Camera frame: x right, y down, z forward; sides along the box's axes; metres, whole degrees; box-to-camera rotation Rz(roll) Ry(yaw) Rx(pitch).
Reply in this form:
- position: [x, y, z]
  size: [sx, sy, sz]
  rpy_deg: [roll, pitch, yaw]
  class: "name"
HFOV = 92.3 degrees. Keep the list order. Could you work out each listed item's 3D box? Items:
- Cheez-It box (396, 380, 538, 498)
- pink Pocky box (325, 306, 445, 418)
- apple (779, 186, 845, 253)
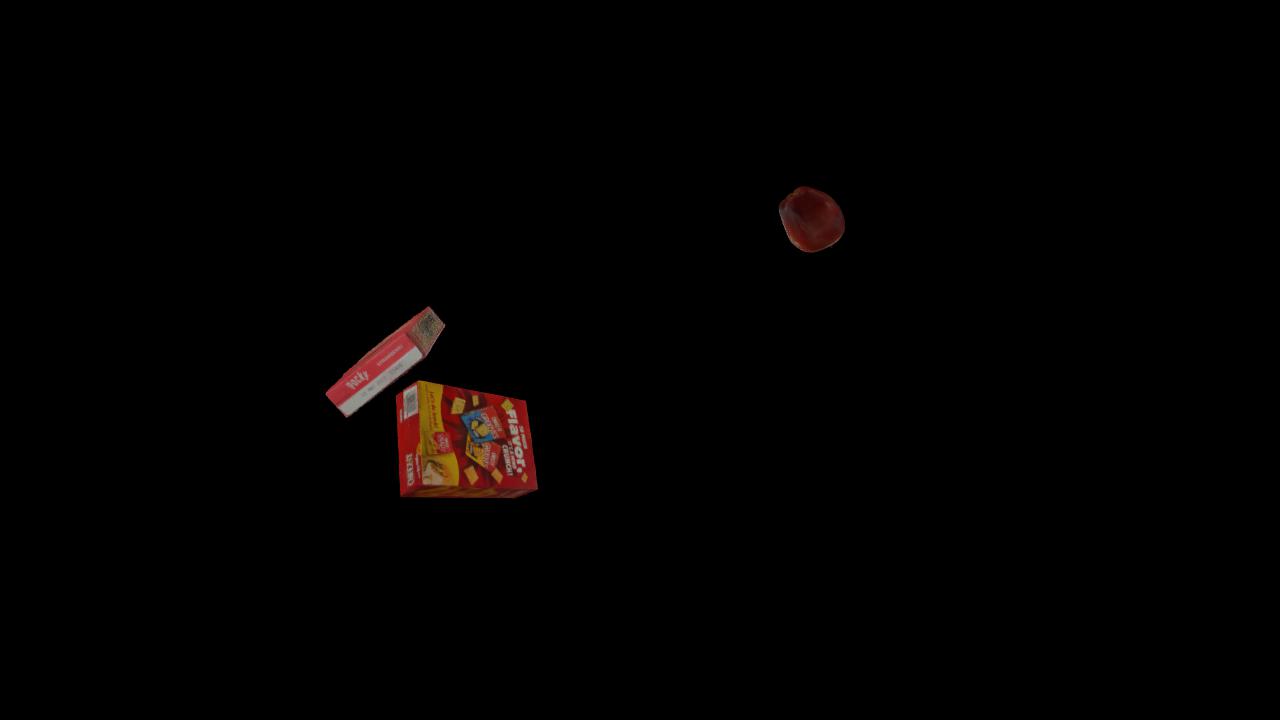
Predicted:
- position: [-0.276, 0.135, 0.995]
  size: [0.071, 0.166, 0.223]
  rpy_deg: [-26, -26, 32]
  class: "Cheez-It box"
- position: [-0.229, -0.005, 0.570]
  size: [0.084, 0.029, 0.155]
  rpy_deg: [-37, 17, -1]
  class: "pink Pocky box"
- position: [0.235, -0.190, 0.836]
  size: [0.079, 0.093, 0.079]
  rpy_deg: [-39, 16, 13]
  class: "apple"
